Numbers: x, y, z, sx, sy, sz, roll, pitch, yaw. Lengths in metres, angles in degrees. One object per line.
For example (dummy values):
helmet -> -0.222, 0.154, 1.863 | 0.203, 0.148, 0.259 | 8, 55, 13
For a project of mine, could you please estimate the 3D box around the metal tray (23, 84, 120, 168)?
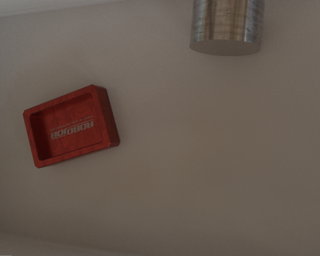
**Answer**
metal tray -> -0.131, 0.000, 0.452 | 0.130, 0.030, 0.090 | -17, 84, 18

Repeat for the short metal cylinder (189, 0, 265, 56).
short metal cylinder -> 0.076, -0.116, 0.354 | 0.080, 0.080, 0.050 | 5, 92, 19
